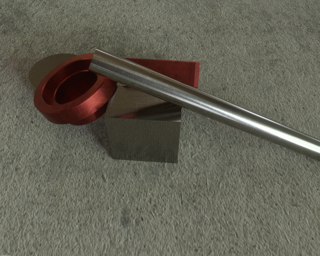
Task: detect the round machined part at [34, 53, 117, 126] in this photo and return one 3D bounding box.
[{"bbox_3d":[-0.095,-0.042,0.370,0.098,0.042,0.098,-13,47,15],"label":"round machined part"}]

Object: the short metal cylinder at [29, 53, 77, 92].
[{"bbox_3d":[-0.136,-0.061,0.438,0.081,0.050,0.080,0,50,0],"label":"short metal cylinder"}]

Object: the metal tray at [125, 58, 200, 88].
[{"bbox_3d":[0.003,-0.074,0.414,0.091,0.030,0.130,4,11,3],"label":"metal tray"}]

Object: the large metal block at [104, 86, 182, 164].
[{"bbox_3d":[-0.017,-0.003,0.370,0.080,0.080,0.050,4,50,2],"label":"large metal block"}]

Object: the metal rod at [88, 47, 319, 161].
[{"bbox_3d":[0.070,-0.018,0.345,0.302,0.025,0.025,20,49,-15],"label":"metal rod"}]
